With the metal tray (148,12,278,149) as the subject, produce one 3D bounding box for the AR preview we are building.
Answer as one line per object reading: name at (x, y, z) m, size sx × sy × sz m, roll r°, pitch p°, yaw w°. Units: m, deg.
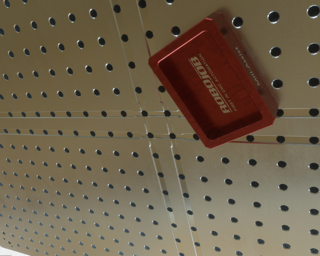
metal tray at (0.059, -0.047, 0.347) m, size 0.090 × 0.030 × 0.130 m, roll -27°, pitch 104°, yaw 37°
